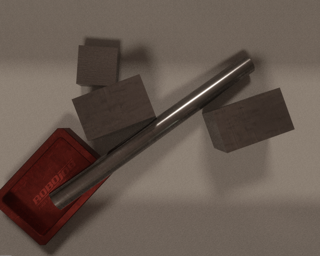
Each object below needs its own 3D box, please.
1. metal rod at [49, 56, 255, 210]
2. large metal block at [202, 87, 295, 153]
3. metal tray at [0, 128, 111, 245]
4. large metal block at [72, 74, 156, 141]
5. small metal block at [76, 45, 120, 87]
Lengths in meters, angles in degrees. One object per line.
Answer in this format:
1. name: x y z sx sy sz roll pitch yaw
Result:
1. metal rod: -0.003 0.001 0.391 0.301 0.025 0.025 -36 90 -8
2. large metal block: 0.104 -0.009 0.385 0.080 0.080 0.050 -19 90 0
3. metal tray: -0.138 0.074 0.407 0.090 0.030 0.130 43 90 -1
4. large metal block: -0.052 -0.023 0.383 0.080 0.080 0.050 -21 90 0
5. small metal block: -0.081 -0.080 0.410 0.050 0.025 0.050 4 90 -1
